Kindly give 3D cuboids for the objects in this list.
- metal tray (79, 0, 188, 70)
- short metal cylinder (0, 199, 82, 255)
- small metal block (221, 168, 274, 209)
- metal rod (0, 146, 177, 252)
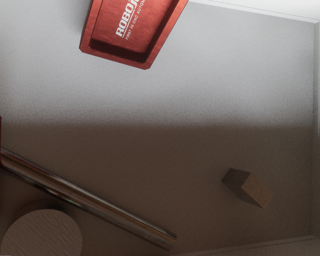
[{"bbox_3d":[-0.031,-0.128,0.345,0.091,0.129,0.030,12,54,-20],"label":"metal tray"},{"bbox_3d":[-0.132,0.125,0.349,0.081,0.050,0.079,0,90,-21],"label":"short metal cylinder"},{"bbox_3d":[0.125,0.086,0.445,0.050,0.050,0.025,43,77,-16],"label":"small metal block"},{"bbox_3d":[-0.107,0.078,0.371,0.301,0.025,0.025,32,80,-18],"label":"metal rod"}]
